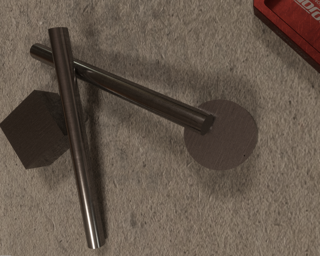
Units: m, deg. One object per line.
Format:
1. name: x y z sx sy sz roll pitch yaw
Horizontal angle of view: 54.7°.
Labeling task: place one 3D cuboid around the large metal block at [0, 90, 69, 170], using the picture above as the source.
1. large metal block: -0.172 0.002 0.455 0.080 0.050 0.080 -39 78 15

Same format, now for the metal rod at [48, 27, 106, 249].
1. metal rod: -0.111 0.019 0.419 0.025 0.025 0.298 -5 99 19

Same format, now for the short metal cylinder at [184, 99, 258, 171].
1. short metal cylinder: 0.074 0.008 0.369 0.080 0.050 0.079 0 90 19

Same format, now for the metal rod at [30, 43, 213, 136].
1. metal rod: -0.069 -0.060 0.403 0.300 0.025 0.025 26 99 28

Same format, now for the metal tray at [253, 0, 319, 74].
1. metal tray: 0.181 -0.126 0.342 0.090 0.030 0.130 -45 77 14
